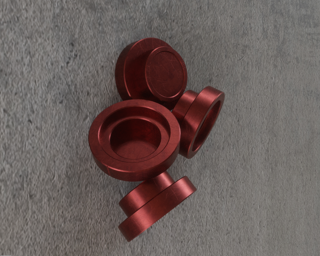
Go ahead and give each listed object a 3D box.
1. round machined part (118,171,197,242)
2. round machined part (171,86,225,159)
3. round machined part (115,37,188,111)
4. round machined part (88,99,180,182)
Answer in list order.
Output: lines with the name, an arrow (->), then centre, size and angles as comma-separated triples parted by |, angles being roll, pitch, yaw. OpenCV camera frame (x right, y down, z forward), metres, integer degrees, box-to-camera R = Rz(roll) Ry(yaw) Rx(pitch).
round machined part -> -0.009, 0.085, 0.362 | 0.099, 0.097, 0.042 | -28, 74, -36
round machined part -> 0.043, -0.012, 0.409 | 0.098, 0.042, 0.098 | -53, 161, -27
round machined part -> -0.003, -0.065, 0.390 | 0.099, 0.042, 0.097 | 0, 90, -40
round machined part -> -0.027, 0.017, 0.347 | 0.098, 0.098, 0.042 | -47, 155, -30
